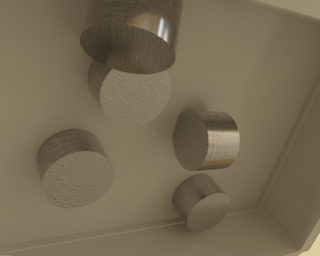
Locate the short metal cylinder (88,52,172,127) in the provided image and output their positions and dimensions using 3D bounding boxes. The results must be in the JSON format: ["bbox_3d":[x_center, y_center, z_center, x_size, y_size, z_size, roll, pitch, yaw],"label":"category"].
[{"bbox_3d":[-0.034,-0.048,0.345,0.081,0.050,0.079,-14,125,-21],"label":"short metal cylinder"}]

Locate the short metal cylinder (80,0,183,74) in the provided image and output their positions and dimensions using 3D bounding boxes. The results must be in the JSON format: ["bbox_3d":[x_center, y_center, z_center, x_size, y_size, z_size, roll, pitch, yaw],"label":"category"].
[{"bbox_3d":[-0.023,-0.087,0.267,0.080,0.080,0.050,21,70,-36],"label":"short metal cylinder"}]

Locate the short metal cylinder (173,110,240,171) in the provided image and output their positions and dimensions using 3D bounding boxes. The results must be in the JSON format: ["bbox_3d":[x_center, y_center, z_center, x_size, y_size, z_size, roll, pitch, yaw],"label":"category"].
[{"bbox_3d":[0.061,0.017,0.419,0.050,0.080,0.079,1,118,-29],"label":"short metal cylinder"}]

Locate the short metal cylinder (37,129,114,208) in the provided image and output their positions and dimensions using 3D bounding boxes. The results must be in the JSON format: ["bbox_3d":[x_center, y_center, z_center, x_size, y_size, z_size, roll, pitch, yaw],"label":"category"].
[{"bbox_3d":[-0.101,0.048,0.368,0.081,0.050,0.079,-14,125,-21],"label":"short metal cylinder"}]

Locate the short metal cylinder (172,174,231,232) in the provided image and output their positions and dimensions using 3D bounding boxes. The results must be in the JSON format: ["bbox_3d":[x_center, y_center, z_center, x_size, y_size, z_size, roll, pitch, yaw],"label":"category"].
[{"bbox_3d":[0.067,0.122,0.507,0.081,0.050,0.079,-14,125,-21],"label":"short metal cylinder"}]
